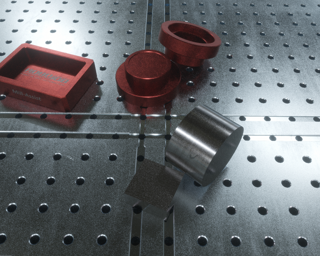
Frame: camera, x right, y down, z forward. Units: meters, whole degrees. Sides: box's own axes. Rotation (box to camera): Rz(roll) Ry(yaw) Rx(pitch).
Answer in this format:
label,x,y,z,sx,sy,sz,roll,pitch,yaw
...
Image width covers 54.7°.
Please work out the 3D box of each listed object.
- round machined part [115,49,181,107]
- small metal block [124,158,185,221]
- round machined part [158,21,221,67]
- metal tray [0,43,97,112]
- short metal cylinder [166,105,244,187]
label,x,y,z,sx,sy,sz,roll,pitch,yaw
round machined part,-0.017,-0.081,0.464,0.099,0.042,0.098,0,50,0
small metal block,-0.006,0.068,0.350,0.050,0.025,0.050,19,52,15
round machined part,0.045,-0.133,0.497,0.099,0.042,0.098,11,36,-8
metal tray,-0.175,-0.079,0.468,0.131,0.030,0.090,16,52,12
short metal cylinder,0.052,0.020,0.356,0.050,0.080,0.080,34,58,25
